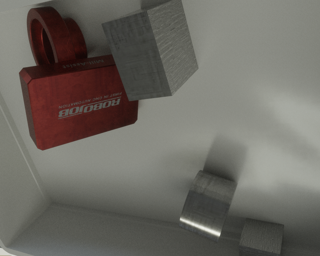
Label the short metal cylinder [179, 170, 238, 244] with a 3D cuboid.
[{"bbox_3d":[0.064,0.101,0.401,0.050,0.080,0.079,18,126,17],"label":"short metal cylinder"}]

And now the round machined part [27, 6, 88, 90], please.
[{"bbox_3d":[-0.124,-0.099,0.383,0.098,0.042,0.097,34,135,43],"label":"round machined part"}]

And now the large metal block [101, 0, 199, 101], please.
[{"bbox_3d":[-0.005,-0.083,0.323,0.050,0.080,0.080,-4,117,30],"label":"large metal block"}]

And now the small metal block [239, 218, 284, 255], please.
[{"bbox_3d":[0.136,0.152,0.414,0.050,0.050,0.025,4,120,25],"label":"small metal block"}]

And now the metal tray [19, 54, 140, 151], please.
[{"bbox_3d":[-0.088,-0.034,0.366,0.030,0.131,0.089,41,137,40],"label":"metal tray"}]
